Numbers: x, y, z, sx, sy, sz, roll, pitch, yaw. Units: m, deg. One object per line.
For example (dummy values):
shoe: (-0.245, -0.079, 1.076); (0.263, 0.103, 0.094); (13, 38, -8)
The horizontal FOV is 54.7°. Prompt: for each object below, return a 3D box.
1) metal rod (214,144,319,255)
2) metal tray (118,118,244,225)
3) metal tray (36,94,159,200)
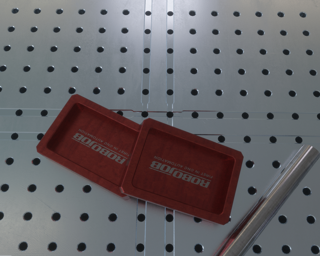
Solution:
metal rod: (0.094, 0.134, 0.363); (0.025, 0.025, 0.301); (41, 75, 13)
metal tray: (0.027, 0.052, 0.369); (0.131, 0.030, 0.090); (20, 73, -9)
metal tray: (-0.077, 0.023, 0.399); (0.130, 0.030, 0.090); (26, 72, 9)
